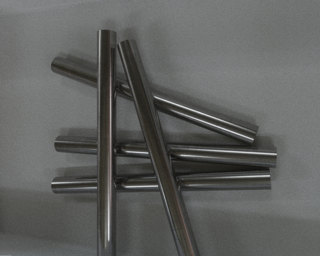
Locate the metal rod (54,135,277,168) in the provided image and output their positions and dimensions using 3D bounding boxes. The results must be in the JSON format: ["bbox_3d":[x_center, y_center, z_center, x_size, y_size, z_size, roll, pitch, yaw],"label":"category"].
[{"bbox_3d":[-0.007,0.029,0.410,0.301,0.025,0.025,2,91,19],"label":"metal rod"}]

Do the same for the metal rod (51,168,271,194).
[{"bbox_3d":[-0.012,0.073,0.412,0.301,0.025,0.025,-5,88,19],"label":"metal rod"}]

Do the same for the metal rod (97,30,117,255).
[{"bbox_3d":[-0.070,0.024,0.405,0.025,0.025,0.298,0,90,19],"label":"metal rod"}]

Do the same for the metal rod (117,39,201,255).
[{"bbox_3d":[0.000,0.034,0.381,0.025,0.025,0.299,-19,84,19],"label":"metal rod"}]

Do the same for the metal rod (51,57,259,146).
[{"bbox_3d":[-0.020,-0.042,0.414,0.301,0.025,0.025,21,97,18],"label":"metal rod"}]
